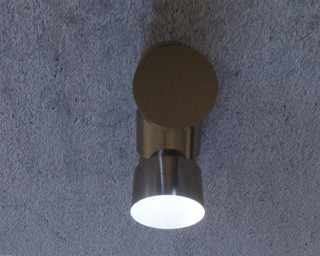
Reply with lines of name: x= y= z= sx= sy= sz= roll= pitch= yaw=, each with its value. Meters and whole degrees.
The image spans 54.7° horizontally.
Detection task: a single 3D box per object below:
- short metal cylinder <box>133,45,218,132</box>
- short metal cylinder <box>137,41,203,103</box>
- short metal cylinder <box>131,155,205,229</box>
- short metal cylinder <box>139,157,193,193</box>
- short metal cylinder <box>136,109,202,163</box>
short metal cylinder: x=0.014 y=-0.037 z=0.315 sx=0.081 sy=0.050 sz=0.080 roll=0 pitch=85 yaw=-1
short metal cylinder: x=0.012 y=-0.063 z=0.375 sx=0.081 sy=0.050 sz=0.079 roll=0 pitch=110 yaw=0
short metal cylinder: x=0.009 y=0.075 z=0.355 sx=0.080 sy=0.050 sz=0.080 roll=1 pitch=138 yaw=1
short metal cylinder: x=0.009 y=0.063 z=0.421 sx=0.081 sy=0.050 sz=0.079 roll=0 pitch=110 yaw=0
short metal cylinder: x=0.011 y=0.003 z=0.383 sx=0.081 sy=0.080 sz=0.050 roll=1 pitch=110 yaw=-1
